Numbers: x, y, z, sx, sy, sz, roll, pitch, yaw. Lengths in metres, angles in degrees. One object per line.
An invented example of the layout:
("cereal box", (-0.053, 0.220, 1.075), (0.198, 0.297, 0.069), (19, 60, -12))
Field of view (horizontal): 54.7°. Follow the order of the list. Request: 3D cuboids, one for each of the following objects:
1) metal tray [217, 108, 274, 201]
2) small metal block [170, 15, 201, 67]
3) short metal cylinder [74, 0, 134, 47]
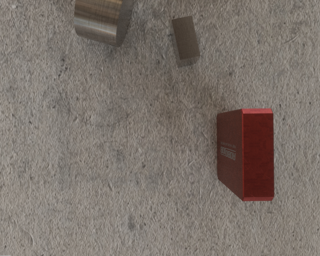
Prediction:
("metal tray", (0.093, 0.025, 0.359), (0.030, 0.130, 0.089), (-1, 90, 0))
("small metal block", (0.031, -0.109, 0.398), (0.025, 0.050, 0.050), (-12, 90, 0))
("short metal cylinder", (-0.066, -0.146, 0.382), (0.050, 0.080, 0.080), (16, 90, -1))
